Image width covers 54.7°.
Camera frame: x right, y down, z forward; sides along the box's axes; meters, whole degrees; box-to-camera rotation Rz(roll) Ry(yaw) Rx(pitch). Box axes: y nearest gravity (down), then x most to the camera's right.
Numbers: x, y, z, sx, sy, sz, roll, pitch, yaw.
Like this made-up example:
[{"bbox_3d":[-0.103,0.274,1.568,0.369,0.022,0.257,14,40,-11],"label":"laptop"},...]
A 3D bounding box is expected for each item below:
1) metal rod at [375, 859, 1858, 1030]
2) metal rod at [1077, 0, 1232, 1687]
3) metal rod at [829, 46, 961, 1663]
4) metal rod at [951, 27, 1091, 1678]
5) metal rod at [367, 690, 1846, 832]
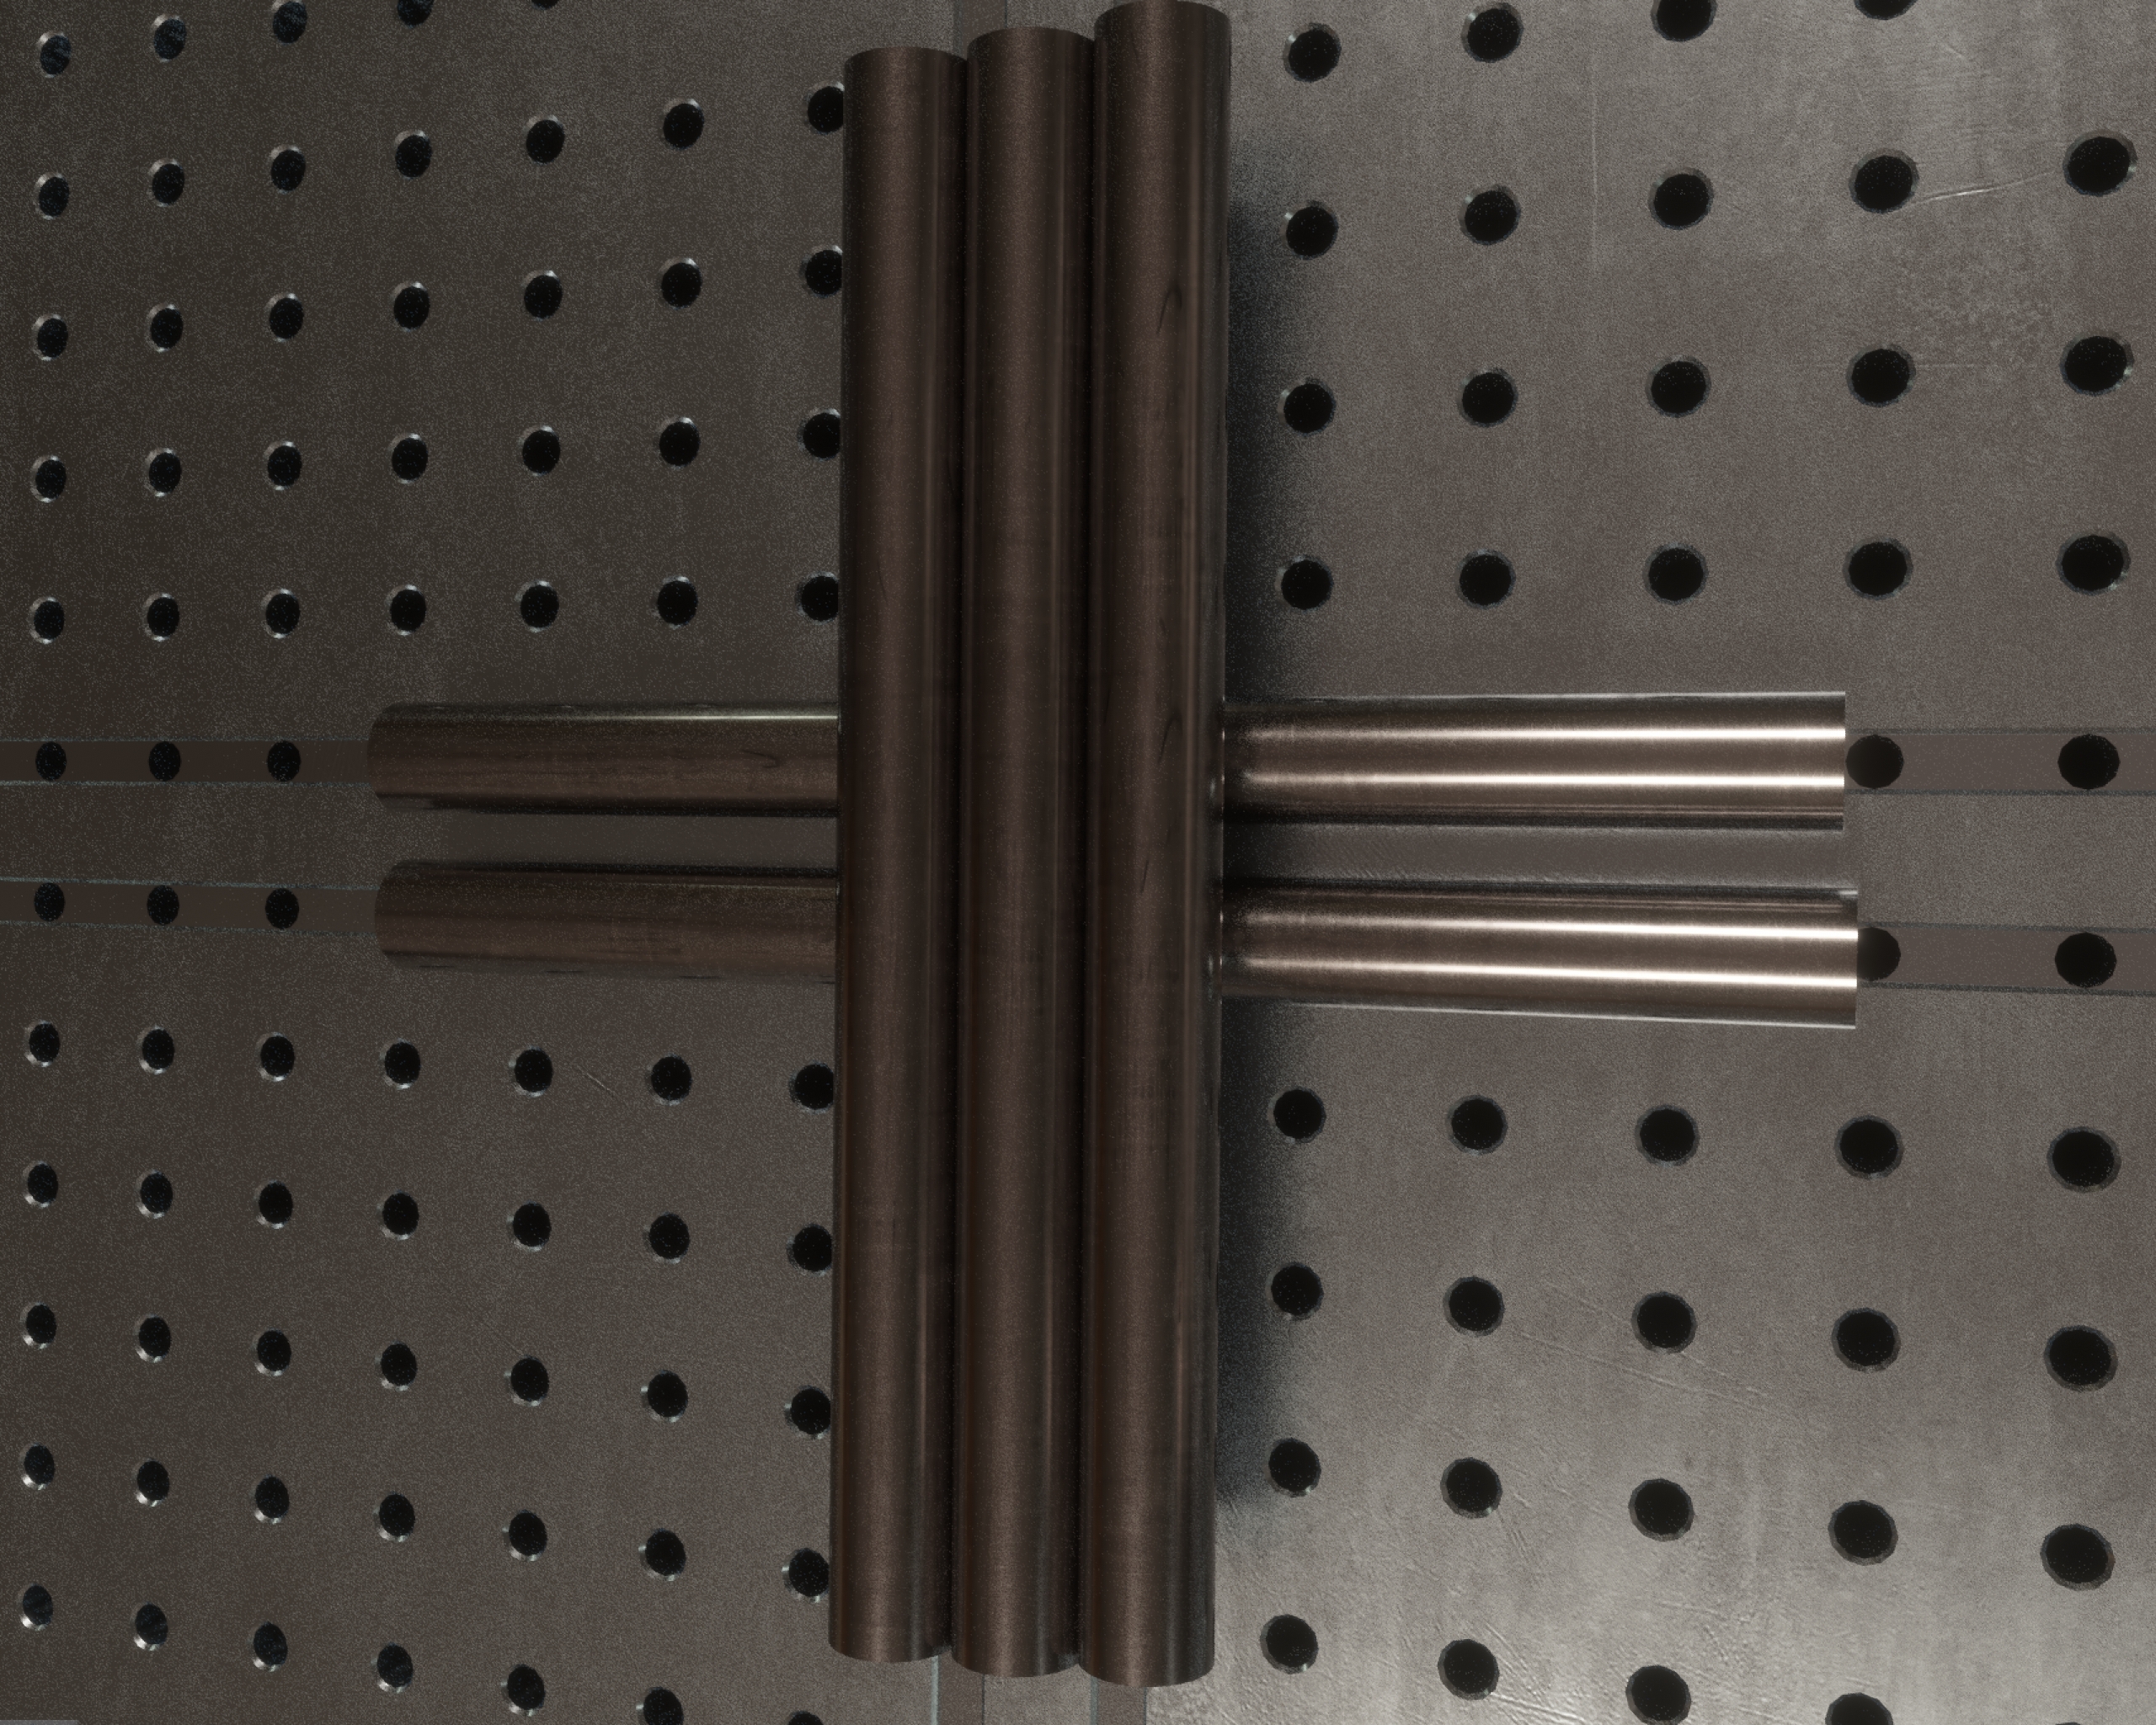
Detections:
[{"bbox_3d":[-0.006,0.014,0.414,0.301,0.025,0.025,1,91,19],"label":"metal rod"},{"bbox_3d":[0.014,-0.003,0.381,0.025,0.025,0.298,1,90,19],"label":"metal rod"},{"bbox_3d":[-0.033,-0.001,0.397,0.025,0.025,0.298,1,90,19],"label":"metal rod"},{"bbox_3d":[-0.010,-0.002,0.389,0.025,0.025,0.298,1,90,19],"label":"metal rod"},{"bbox_3d":[-0.008,-0.021,0.415,0.301,0.025,0.025,1,91,19],"label":"metal rod"}]
